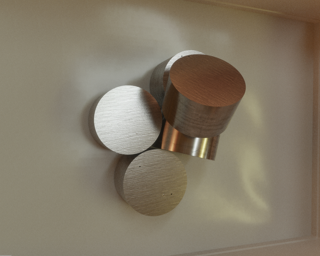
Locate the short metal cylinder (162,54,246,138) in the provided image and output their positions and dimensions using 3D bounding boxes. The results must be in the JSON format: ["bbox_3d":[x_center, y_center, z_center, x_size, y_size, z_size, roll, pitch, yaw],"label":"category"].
[{"bbox_3d":[0.046,-0.036,0.339,0.081,0.050,0.080,6,50,-7],"label":"short metal cylinder"}]

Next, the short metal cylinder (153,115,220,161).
[{"bbox_3d":[0.035,0.009,0.394,0.081,0.080,0.050,14,85,-20],"label":"short metal cylinder"}]

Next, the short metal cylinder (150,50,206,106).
[{"bbox_3d":[0.033,-0.057,0.409,0.081,0.050,0.079,0,90,-21],"label":"short metal cylinder"}]

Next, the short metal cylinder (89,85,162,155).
[{"bbox_3d":[-0.044,-0.009,0.379,0.081,0.050,0.079,0,90,-21],"label":"short metal cylinder"}]

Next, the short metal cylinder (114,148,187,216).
[{"bbox_3d":[-0.013,0.065,0.391,0.081,0.050,0.079,0,90,-21],"label":"short metal cylinder"}]
